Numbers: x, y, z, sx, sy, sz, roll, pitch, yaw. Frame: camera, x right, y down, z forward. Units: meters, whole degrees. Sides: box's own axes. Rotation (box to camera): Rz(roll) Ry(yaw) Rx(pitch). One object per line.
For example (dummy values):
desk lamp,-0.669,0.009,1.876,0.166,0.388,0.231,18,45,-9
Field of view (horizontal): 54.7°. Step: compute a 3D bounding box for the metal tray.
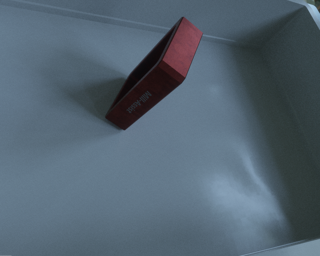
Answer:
metal tray,-0.010,-0.061,0.369,0.030,0.129,0.090,35,50,-17
